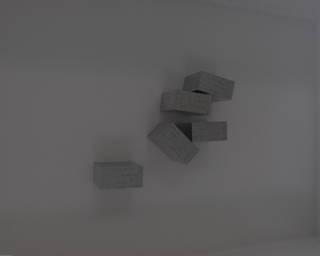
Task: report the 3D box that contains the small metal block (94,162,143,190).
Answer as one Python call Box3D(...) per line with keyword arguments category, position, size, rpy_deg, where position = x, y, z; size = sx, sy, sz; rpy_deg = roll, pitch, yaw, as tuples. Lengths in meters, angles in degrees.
Box3D(category="small metal block", position=(-0.052, 0.057, 0.378), size=(0.050, 0.050, 0.025), rpy_deg=(1, 90, -20))

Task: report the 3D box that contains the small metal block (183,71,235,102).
Box3D(category="small metal block", position=(0.065, -0.054, 0.421), size=(0.050, 0.050, 0.025), rpy_deg=(14, 86, -20))

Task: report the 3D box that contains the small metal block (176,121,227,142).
Box3D(category="small metal block", position=(0.055, 0.004, 0.417), size=(0.050, 0.050, 0.025), rpy_deg=(-2, 91, -20))

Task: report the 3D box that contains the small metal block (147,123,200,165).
Box3D(category="small metal block", position=(0.016, 0.020, 0.403), size=(0.050, 0.050, 0.025), rpy_deg=(45, 76, -15))

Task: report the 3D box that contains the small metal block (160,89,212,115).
Box3D(category="small metal block", position=(0.033, -0.032, 0.409), size=(0.050, 0.050, 0.025), rpy_deg=(7, 88, -20))
